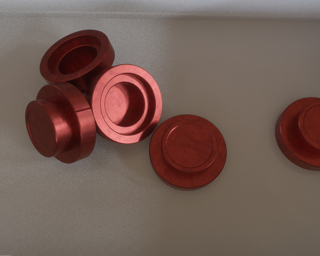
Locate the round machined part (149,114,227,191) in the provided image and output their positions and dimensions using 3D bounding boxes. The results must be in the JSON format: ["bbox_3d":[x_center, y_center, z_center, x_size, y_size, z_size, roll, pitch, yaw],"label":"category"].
[{"bbox_3d":[0.036,0.027,0.391,0.099,0.042,0.098,0,70,-1],"label":"round machined part"}]

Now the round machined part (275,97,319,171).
[{"bbox_3d":[0.206,0.004,0.402,0.099,0.042,0.098,0,70,-1],"label":"round machined part"}]

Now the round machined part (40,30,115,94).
[{"bbox_3d":[-0.106,-0.085,0.418,0.098,0.042,0.098,-9,53,13],"label":"round machined part"}]

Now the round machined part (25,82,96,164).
[{"bbox_3d":[-0.123,-0.003,0.368,0.042,0.097,0.098,-21,67,-45],"label":"round machined part"}]

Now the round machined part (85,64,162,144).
[{"bbox_3d":[-0.049,-0.030,0.394,0.099,0.042,0.097,-3,95,-35],"label":"round machined part"}]
